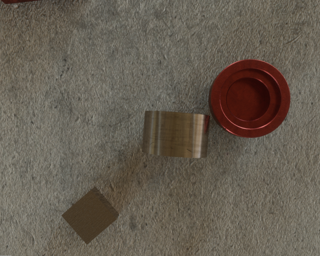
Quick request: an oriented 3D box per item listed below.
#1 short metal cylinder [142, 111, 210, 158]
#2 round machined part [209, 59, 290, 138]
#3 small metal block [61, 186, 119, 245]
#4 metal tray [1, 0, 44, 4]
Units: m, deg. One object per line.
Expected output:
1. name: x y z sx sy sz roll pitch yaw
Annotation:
1. short metal cylinder: 0.020 0.007 0.383 0.080 0.080 0.050 4 90 0
2. round machined part: 0.112 -0.036 0.403 0.099 0.042 0.097 0 90 0
3. small metal block: -0.091 0.115 0.409 0.050 0.025 0.050 -41 90 0
4. metal tray: -0.154 -0.219 0.406 0.131 0.030 0.089 -7 90 0
